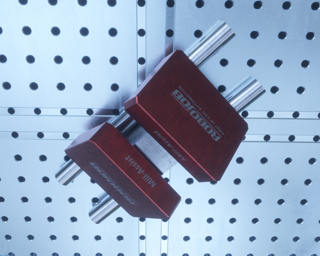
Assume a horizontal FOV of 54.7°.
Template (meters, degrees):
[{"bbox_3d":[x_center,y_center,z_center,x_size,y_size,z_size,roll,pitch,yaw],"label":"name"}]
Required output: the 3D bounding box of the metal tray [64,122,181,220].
[{"bbox_3d":[-0.046,0.057,0.376,0.130,0.030,0.090,48,146,-16],"label":"metal tray"}]

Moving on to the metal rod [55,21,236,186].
[{"bbox_3d":[-0.028,-0.024,0.404,0.300,0.025,0.025,-41,106,13],"label":"metal rod"}]

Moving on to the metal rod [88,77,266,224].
[{"bbox_3d":[0.015,0.038,0.428,0.300,0.025,0.025,-40,106,13],"label":"metal rod"}]

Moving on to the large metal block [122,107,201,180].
[{"bbox_3d":[0.001,0.011,0.388,0.080,0.080,0.050,-40,106,13],"label":"large metal block"}]

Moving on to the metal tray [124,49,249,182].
[{"bbox_3d":[0.035,-0.012,0.351,0.130,0.030,0.090,45,60,-15],"label":"metal tray"}]
